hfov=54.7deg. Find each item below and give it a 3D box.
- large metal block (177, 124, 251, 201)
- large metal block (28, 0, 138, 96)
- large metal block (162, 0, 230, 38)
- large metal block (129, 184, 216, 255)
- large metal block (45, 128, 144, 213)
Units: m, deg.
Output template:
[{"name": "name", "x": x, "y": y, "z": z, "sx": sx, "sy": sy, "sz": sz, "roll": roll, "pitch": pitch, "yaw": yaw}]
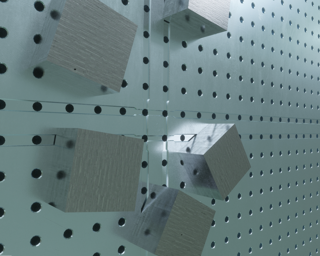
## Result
[{"name": "large metal block", "x": 0.084, "y": 0.048, "z": 0.466, "sx": 0.080, "sy": 0.050, "sz": 0.080, "roll": -39, "pitch": 114, "yaw": -33}, {"name": "large metal block", "x": -0.079, "y": -0.087, "z": 0.328, "sx": 0.080, "sy": 0.050, "sz": 0.080, "roll": 22, "pitch": 76, "yaw": -38}, {"name": "large metal block", "x": 0.055, "y": -0.185, "z": 0.441, "sx": 0.081, "sy": 0.050, "sz": 0.080, "roll": 12, "pitch": 83, "yaw": -40}, {"name": "large metal block", "x": 0.019, "y": 0.130, "z": 0.412, "sx": 0.080, "sy": 0.050, "sz": 0.080, "roll": 36, "pitch": 68, "yaw": -34}, {"name": "large metal block", "x": -0.069, "y": 0.046, "z": 0.336, "sx": 0.081, "sy": 0.050, "sz": 0.080, "roll": 12, "pitch": 82, "yaw": -40}]
